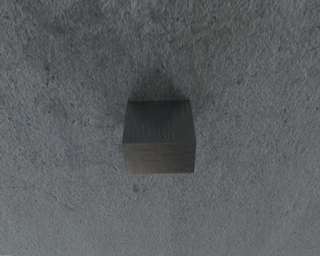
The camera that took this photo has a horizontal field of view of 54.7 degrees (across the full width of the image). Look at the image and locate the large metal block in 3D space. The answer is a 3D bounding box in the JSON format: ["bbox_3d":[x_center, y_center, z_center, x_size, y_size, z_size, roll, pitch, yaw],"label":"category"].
[{"bbox_3d":[-0.001,0.009,0.381,0.081,0.080,0.050,-1,130,0],"label":"large metal block"}]
